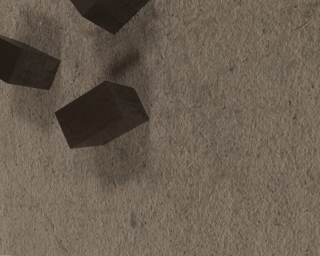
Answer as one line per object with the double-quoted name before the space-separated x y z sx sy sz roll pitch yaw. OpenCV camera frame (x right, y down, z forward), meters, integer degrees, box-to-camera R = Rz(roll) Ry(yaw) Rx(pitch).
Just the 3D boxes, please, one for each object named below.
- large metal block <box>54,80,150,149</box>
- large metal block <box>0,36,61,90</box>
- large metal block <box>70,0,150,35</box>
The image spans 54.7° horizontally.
"large metal block" -0.072 -0.015 0.404 0.080 0.080 0.050 -29 81 17
"large metal block" -0.209 -0.098 0.452 0.080 0.080 0.050 27 99 17
"large metal block" -0.064 -0.177 0.401 0.080 0.080 0.050 -40 78 15
